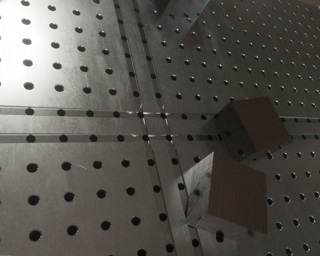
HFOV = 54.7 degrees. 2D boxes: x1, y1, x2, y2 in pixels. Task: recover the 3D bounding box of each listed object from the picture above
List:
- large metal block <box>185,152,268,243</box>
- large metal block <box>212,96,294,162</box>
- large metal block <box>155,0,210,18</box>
[{"bbox_3d":[0.084,0.087,0.386,0.080,0.050,0.080,23,53,-15],"label":"large metal block"},{"bbox_3d":[0.139,0.002,0.468,0.081,0.050,0.080,-9,67,-33],"label":"large metal block"},{"bbox_3d":[0.046,-0.245,0.549,0.081,0.080,0.050,-8,66,-32],"label":"large metal block"}]
